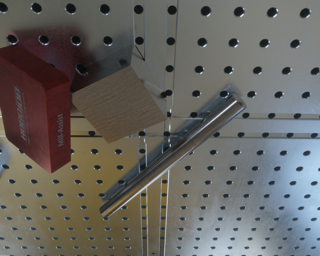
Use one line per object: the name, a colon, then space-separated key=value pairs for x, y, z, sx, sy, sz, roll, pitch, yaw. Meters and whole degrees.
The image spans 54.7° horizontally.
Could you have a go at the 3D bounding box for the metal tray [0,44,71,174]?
metal tray: x=-0.146 y=-0.019 z=0.358 sx=0.090 sy=0.030 sz=0.129 roll=32 pitch=133 yaw=21

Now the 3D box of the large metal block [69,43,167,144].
large metal block: x=-0.046 y=-0.038 z=0.362 sx=0.080 sy=0.050 sz=0.080 roll=-22 pitch=127 yaw=17

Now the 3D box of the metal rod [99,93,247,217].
metal rod: x=0.003 y=0.054 z=0.457 sx=0.025 sy=0.025 sz=0.299 roll=33 pitch=123 yaw=-25
